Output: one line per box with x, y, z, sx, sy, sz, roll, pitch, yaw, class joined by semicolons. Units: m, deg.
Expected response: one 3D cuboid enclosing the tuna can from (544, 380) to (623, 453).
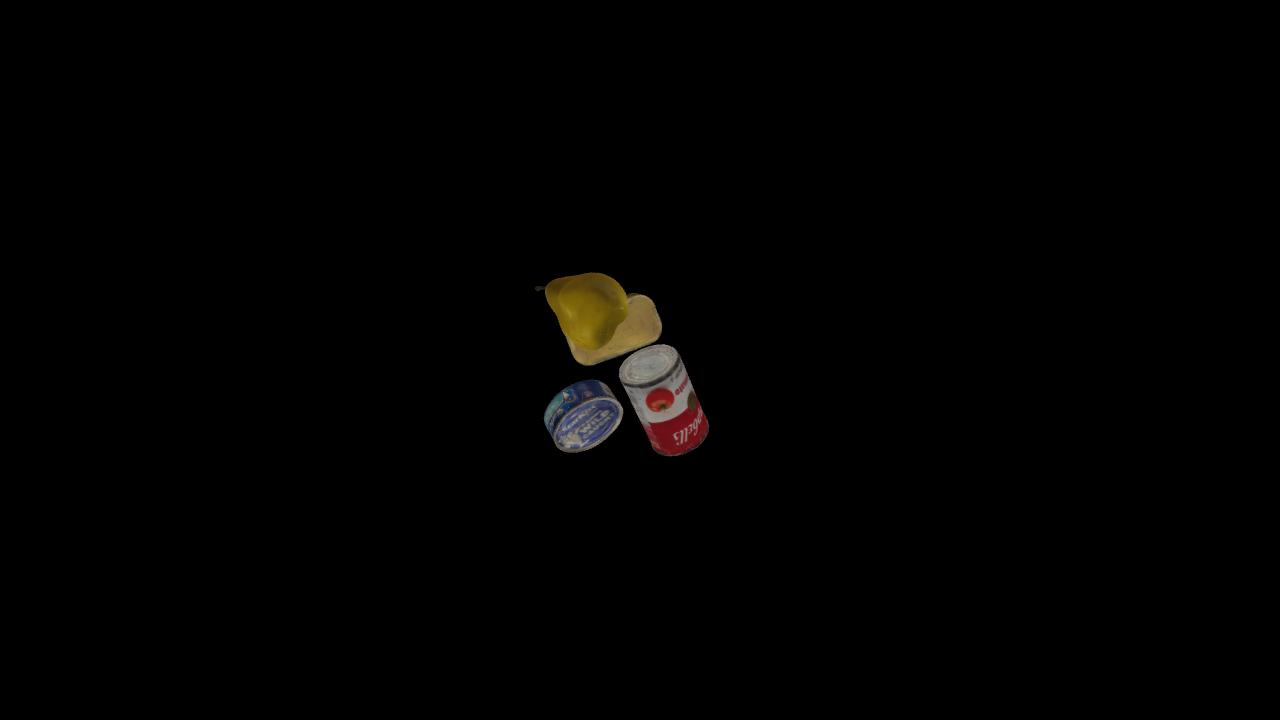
-0.063;0.062;0.682;0.084;0.084;0.034;0;40;-40;tuna can

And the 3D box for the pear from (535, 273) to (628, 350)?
-0.064;-0.063;0.637;0.111;0.080;0.080;39;17;22;pear

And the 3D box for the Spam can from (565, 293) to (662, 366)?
-0.030;-0.033;0.660;0.101;0.058;0.085;-21;7;-2;Spam can

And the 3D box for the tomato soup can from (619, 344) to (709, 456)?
0.026;0.042;0.646;0.068;0.101;0.068;-18;31;11;tomato soup can
